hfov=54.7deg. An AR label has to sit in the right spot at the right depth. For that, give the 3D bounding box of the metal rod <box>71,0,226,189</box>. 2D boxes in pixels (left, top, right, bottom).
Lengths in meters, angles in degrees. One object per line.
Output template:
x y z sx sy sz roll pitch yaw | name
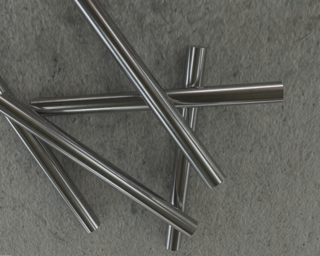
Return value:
-0.023 -0.060 0.348 0.025 0.025 0.299 -36 92 12 | metal rod

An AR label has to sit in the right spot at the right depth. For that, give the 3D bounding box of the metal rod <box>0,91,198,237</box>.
-0.073 0.054 0.401 0.301 0.025 0.025 37 106 -12 | metal rod

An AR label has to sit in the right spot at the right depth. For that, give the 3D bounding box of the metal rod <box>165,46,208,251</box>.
0.032 0.041 0.425 0.025 0.025 0.298 4 110 -2 | metal rod

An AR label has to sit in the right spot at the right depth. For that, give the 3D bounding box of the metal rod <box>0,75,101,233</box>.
-0.167 0.022 0.415 0.025 0.025 0.299 -25 109 8 | metal rod

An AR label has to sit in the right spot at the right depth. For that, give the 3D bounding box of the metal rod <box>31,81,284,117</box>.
-0.010 -0.034 0.376 0.302 0.025 0.025 -3 110 8 | metal rod
